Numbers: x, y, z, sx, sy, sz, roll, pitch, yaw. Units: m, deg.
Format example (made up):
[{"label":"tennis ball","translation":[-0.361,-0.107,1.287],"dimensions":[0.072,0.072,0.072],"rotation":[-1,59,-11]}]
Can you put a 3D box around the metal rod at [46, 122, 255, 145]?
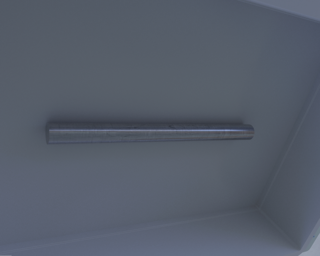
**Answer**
[{"label":"metal rod","translation":[0.008,0.006,0.416],"dimensions":[0.303,0.025,0.025],"rotation":[0,118,-29]}]
